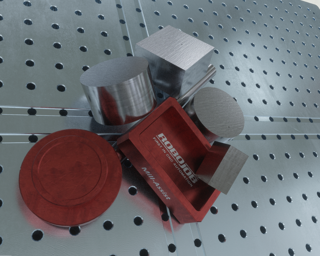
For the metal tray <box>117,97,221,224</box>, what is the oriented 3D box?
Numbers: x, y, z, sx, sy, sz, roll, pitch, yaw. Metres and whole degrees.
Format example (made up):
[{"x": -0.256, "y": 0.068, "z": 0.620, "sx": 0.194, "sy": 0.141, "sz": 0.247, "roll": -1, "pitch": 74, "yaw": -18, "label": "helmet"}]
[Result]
[{"x": 0.021, "y": 0.038, "z": 0.375, "sx": 0.130, "sy": 0.030, "sz": 0.090, "roll": 52, "pitch": 51, "yaw": -7, "label": "metal tray"}]

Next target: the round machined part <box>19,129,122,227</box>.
[{"x": -0.087, "y": 0.046, "z": 0.306, "sx": 0.099, "sy": 0.042, "sz": 0.098, "roll": 4, "pitch": 68, "yaw": -10, "label": "round machined part"}]

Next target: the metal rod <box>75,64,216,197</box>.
[{"x": -0.004, "y": -0.013, "z": 0.416, "sx": 0.025, "sy": 0.025, "sz": 0.302, "roll": 44, "pitch": 52, "yaw": 2, "label": "metal rod"}]

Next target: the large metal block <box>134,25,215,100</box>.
[{"x": 0.019, "y": -0.097, "z": 0.446, "sx": 0.080, "sy": 0.050, "sz": 0.080, "roll": 32, "pitch": 49, "yaw": 18, "label": "large metal block"}]

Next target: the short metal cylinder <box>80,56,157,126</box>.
[{"x": -0.048, "y": -0.046, "z": 0.368, "sx": 0.080, "sy": 0.050, "sz": 0.080, "roll": -9, "pitch": 33, "yaw": 6, "label": "short metal cylinder"}]

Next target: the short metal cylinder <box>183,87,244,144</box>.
[{"x": 0.070, "y": -0.011, "z": 0.435, "sx": 0.081, "sy": 0.050, "sz": 0.080, "roll": 14, "pitch": 56, "yaw": -21, "label": "short metal cylinder"}]

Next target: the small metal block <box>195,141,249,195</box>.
[{"x": 0.071, "y": 0.045, "z": 0.365, "sx": 0.025, "sy": 0.050, "sz": 0.050, "roll": 32, "pitch": 87, "yaw": -11, "label": "small metal block"}]
